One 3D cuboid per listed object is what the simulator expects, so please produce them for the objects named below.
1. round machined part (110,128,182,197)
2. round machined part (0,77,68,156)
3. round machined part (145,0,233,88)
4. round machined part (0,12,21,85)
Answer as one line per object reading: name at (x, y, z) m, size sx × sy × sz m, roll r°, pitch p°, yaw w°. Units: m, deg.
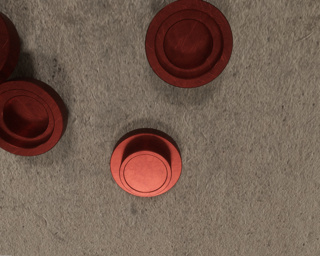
round machined part at (-0.019, 0.052, 0.420) m, size 0.099 × 0.042 × 0.097 m, roll 0°, pitch 110°, yaw -1°
round machined part at (-0.166, -0.017, 0.392) m, size 0.099 × 0.042 × 0.097 m, roll 0°, pitch 110°, yaw -1°
round machined part at (0.032, -0.099, 0.365) m, size 0.099 × 0.042 × 0.097 m, roll 0°, pitch 110°, yaw -1°
round machined part at (-0.205, -0.089, 0.353) m, size 0.099 × 0.042 × 0.097 m, roll 0°, pitch 88°, yaw 7°
